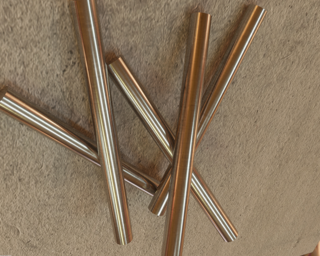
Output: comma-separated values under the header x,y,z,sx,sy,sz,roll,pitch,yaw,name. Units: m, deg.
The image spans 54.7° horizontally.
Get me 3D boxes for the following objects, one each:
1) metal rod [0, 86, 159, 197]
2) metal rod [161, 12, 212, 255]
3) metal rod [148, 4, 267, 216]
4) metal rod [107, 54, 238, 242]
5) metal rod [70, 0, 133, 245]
x,y,z,sx,sy,sz,roll,pitch,yaw,name
-0.066,0.043,0.397,0.025,0.025,0.301,-47,129,5,metal rod
0.030,0.019,0.363,0.025,0.025,0.298,5,94,-31,metal rod
0.057,-0.015,0.411,0.025,0.025,0.298,17,104,-35,metal rod
0.025,0.042,0.393,0.025,0.025,0.299,-36,113,-5,metal rod
-0.061,0.013,0.355,0.025,0.025,0.298,-15,117,-20,metal rod
